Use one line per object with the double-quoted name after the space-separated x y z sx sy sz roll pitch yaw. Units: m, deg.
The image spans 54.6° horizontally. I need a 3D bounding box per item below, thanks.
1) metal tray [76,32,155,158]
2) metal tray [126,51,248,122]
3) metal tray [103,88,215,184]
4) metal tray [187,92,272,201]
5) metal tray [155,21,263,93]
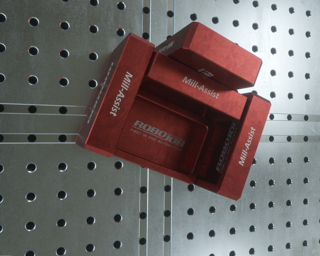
-0.055 -0.035 0.357 0.030 0.090 0.130 23 82 -19 "metal tray"
0.031 -0.046 0.389 0.131 0.090 0.030 23 83 -19 "metal tray"
0.000 0.011 0.409 0.131 0.030 0.090 23 82 -19 "metal tray"
0.088 0.021 0.409 0.030 0.090 0.130 23 83 -19 "metal tray"
0.045 -0.075 0.372 0.090 0.130 0.030 24 83 -19 "metal tray"
